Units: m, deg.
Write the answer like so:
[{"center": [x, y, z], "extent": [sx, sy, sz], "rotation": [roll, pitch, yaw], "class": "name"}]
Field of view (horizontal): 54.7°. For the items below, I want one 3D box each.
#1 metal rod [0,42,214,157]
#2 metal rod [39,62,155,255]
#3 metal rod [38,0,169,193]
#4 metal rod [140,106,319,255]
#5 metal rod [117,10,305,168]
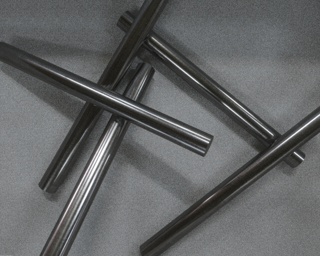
[{"center": [-0.080, -0.041, 0.369], "extent": [0.301, 0.025, 0.025], "rotation": [25, 90, 16], "class": "metal rod"}, {"center": [-0.073, 0.047, 0.353], "extent": [0.025, 0.025, 0.300], "rotation": [23, 66, 0], "class": "metal rod"}, {"center": [-0.071, -0.047, 0.394], "extent": [0.025, 0.025, 0.299], "rotation": [32, 96, -1], "class": "metal rod"}, {"center": [0.096, 0.072, 0.395], "extent": [0.300, 0.025, 0.025], "rotation": [-40, 91, 6], "class": "metal rod"}, {"center": [0.068, -0.051, 0.412], "extent": [0.300, 0.025, 0.025], "rotation": [39, 90, -1], "class": "metal rod"}]
